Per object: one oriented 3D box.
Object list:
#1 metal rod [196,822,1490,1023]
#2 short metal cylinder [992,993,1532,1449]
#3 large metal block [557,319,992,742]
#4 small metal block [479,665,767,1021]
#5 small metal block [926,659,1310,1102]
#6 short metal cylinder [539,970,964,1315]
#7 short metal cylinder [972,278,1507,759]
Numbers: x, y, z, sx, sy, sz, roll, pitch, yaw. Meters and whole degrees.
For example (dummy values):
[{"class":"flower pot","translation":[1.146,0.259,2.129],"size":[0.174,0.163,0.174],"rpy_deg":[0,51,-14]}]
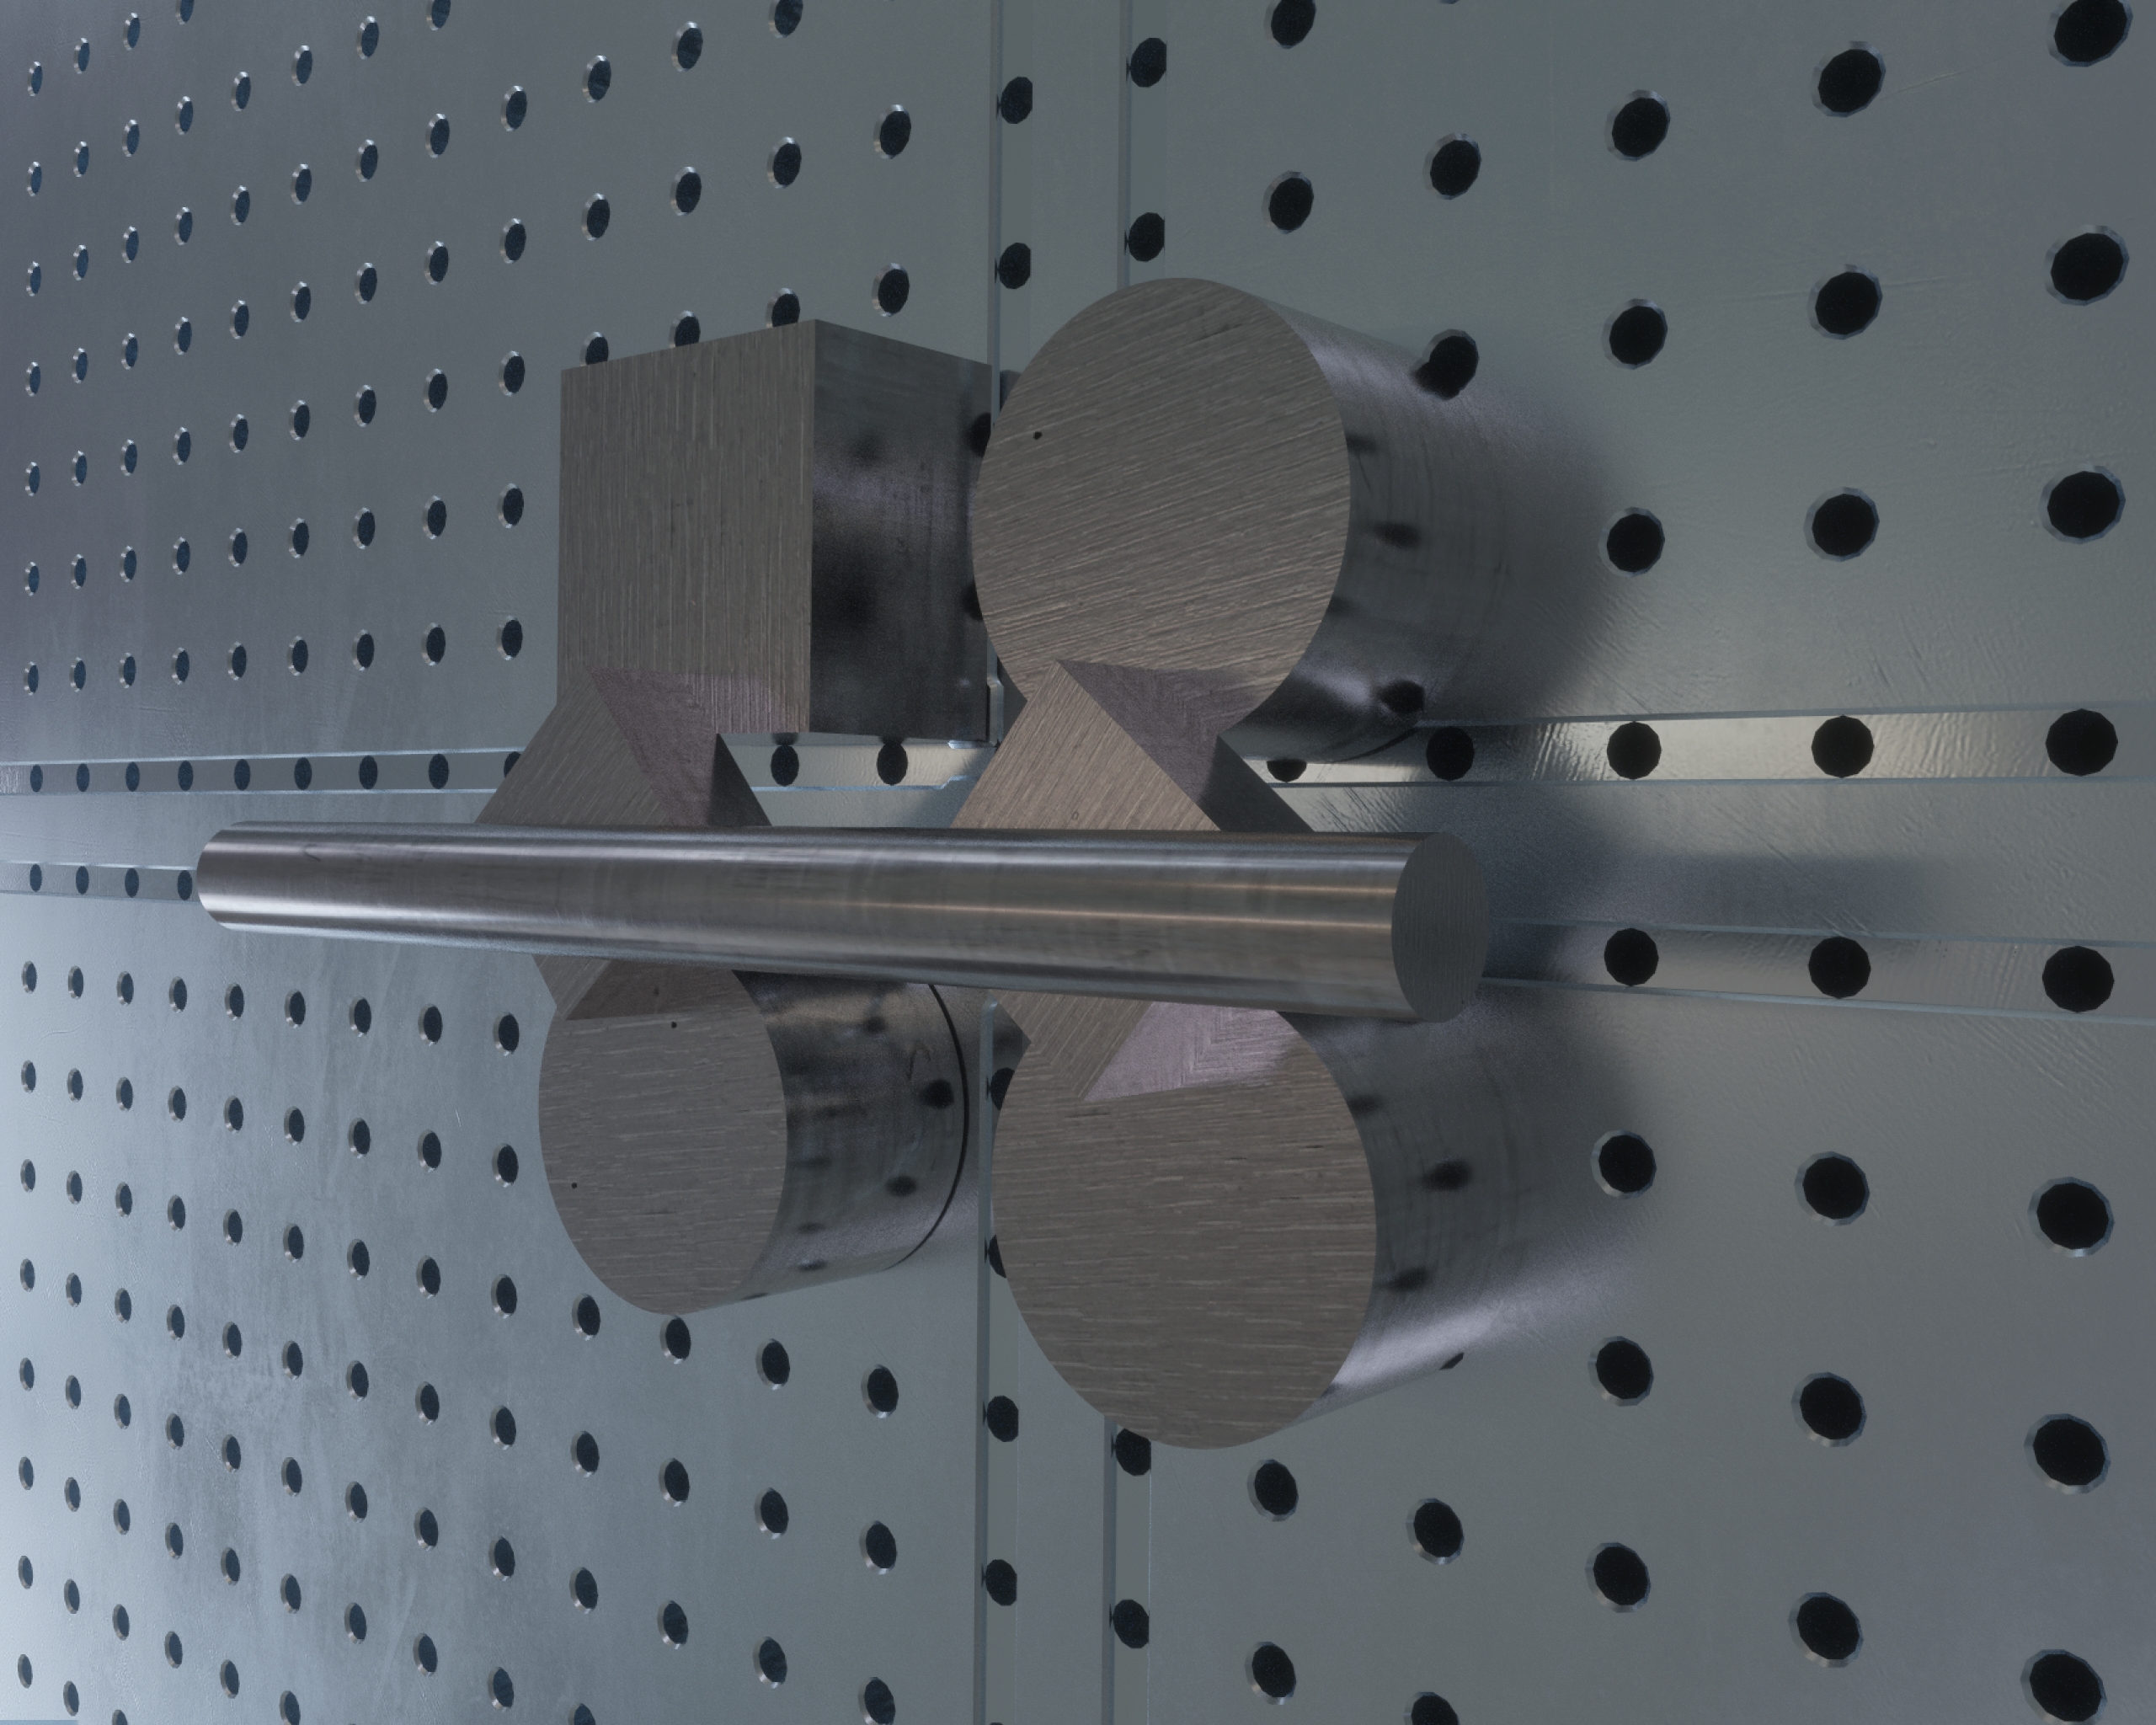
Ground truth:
[{"class":"metal rod","translation":[-0.068,0.006,0.367],"size":[0.300,0.025,0.025],"rpy_deg":[1,91,40]},{"class":"short metal cylinder","translation":[0.032,0.057,0.367],"size":[0.080,0.050,0.080],"rpy_deg":[0,90,40]},{"class":"large metal block","translation":[-0.066,-0.066,0.447],"size":[0.080,0.050,0.079],"rpy_deg":[2,91,40]},{"class":"small metal block","translation":[-0.091,-0.004,0.420],"size":[0.050,0.025,0.050],"rpy_deg":[-47,62,29]},{"class":"small metal block","translation":[0.007,0.003,0.339],"size":[0.050,0.025,0.050],"rpy_deg":[48,118,29]},{"class":"short metal cylinder","translation":[-0.071,0.053,0.451],"size":[0.080,0.050,0.080],"rpy_deg":[0,90,40]},{"class":"short metal cylinder","translation":[0.028,-0.058,0.370],"size":[0.080,0.050,0.080],"rpy_deg":[0,90,40]}]
